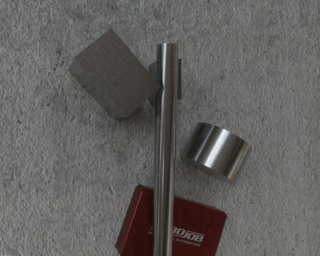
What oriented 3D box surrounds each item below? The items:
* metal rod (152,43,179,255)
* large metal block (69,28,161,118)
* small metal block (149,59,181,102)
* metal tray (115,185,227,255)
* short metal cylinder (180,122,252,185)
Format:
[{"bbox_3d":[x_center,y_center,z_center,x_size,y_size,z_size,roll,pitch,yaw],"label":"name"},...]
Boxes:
[{"bbox_3d":[0.005,0.054,0.367,0.025,0.025,0.298,0,96,-20],"label":"metal rod"},{"bbox_3d":[-0.056,-0.058,0.360,0.050,0.080,0.080,-45,104,-15],"label":"large metal block"},{"bbox_3d":[0.006,-0.060,0.399,0.025,0.050,0.050,0,90,-20],"label":"small metal block"},{"bbox_3d":[0.017,0.138,0.414,0.131,0.030,0.090,21,83,-19],"label":"metal tray"},{"bbox_3d":[0.073,0.034,0.408,0.080,0.080,0.050,32,80,-18],"label":"short metal cylinder"}]
